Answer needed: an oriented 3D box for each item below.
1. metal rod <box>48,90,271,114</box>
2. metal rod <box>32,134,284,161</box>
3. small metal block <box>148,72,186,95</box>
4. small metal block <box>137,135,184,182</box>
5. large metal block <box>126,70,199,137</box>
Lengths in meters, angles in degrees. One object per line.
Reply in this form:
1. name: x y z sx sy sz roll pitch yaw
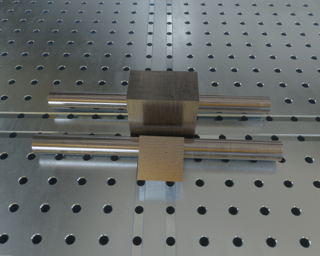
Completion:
1. metal rod: -0.001 -0.036 0.432 0.302 0.025 0.025 2 50 1
2. metal rod: -0.003 0.024 0.383 0.302 0.025 0.025 2 50 1
3. small metal block: 0.009 -0.064 0.442 0.050 0.025 0.050 1 16 0
4. small metal block: 0.001 0.035 0.358 0.050 0.025 0.050 2 87 1
5. large metal block: 0.004 -0.024 0.386 0.081 0.080 0.050 1 50 1
